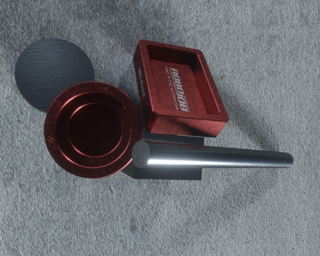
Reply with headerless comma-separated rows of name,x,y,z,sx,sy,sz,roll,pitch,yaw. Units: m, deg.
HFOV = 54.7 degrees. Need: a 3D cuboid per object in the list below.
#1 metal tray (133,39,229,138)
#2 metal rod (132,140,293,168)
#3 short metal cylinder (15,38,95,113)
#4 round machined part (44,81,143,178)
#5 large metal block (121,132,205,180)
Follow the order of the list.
metal tray,0.021,-0.050,0.376,0.091,0.030,0.130,5,49,-20
metal rod,0.090,0.037,0.382,0.302,0.025,0.025,7,88,-44
short metal cylinder,-0.119,-0.056,0.353,0.081,0.050,0.079,0,90,-21
round machined part,-0.067,0.002,0.330,0.099,0.042,0.097,0,89,0
large metal block,-0.002,0.032,0.381,0.081,0.080,0.050,5,89,-20
